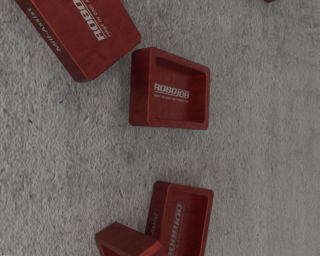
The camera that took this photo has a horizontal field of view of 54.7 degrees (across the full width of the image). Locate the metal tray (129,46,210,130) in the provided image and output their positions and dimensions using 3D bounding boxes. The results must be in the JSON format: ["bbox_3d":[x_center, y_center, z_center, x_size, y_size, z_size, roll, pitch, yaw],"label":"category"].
[{"bbox_3d":[0.018,-0.044,0.400,0.131,0.030,0.089,4,88,-51],"label":"metal tray"}]

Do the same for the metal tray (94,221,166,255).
[{"bbox_3d":[-0.021,0.177,0.345,0.030,0.090,0.129,-26,106,-37],"label":"metal tray"}]

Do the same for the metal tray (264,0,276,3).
[{"bbox_3d":[0.174,-0.291,0.545,0.131,0.030,0.090,12,83,-39],"label":"metal tray"}]

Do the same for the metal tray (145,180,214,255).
[{"bbox_3d":[0.024,0.142,0.421,0.091,0.030,0.129,18,79,-39],"label":"metal tray"}]

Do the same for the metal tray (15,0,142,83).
[{"bbox_3d":[-0.087,-0.125,0.328,0.090,0.030,0.130,-48,118,-29],"label":"metal tray"}]
